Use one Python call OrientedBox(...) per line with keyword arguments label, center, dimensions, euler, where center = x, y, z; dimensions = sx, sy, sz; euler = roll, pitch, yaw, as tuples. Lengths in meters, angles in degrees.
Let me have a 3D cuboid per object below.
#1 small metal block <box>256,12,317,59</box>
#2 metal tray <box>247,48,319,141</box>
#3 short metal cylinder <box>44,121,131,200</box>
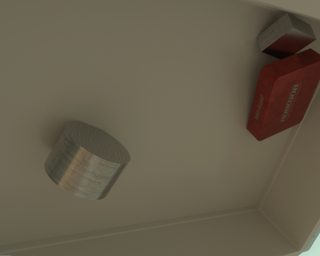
OrientedBox(label="small metal block", center=(0.168, -0.120, 0.413), dimensions=(0.050, 0.025, 0.050), euler=(9, 151, -33))
OrientedBox(label="metal tray", center=(0.184, -0.045, 0.462), dimensions=(0.091, 0.030, 0.129), euler=(-22, 141, -15))
OrientedBox(label="short metal cylinder", center=(-0.081, 0.036, 0.352), dimensions=(0.080, 0.080, 0.050), euler=(24, 105, -37))
